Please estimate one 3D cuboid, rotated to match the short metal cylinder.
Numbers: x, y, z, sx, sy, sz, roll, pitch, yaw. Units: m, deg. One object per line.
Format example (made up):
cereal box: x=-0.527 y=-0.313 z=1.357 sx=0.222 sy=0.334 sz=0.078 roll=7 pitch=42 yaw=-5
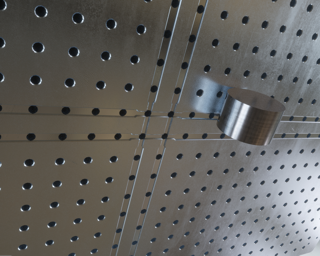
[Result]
short metal cylinder: x=0.125 y=-0.018 z=0.432 sx=0.081 sy=0.080 sz=0.050 roll=0 pitch=119 yaw=-28
